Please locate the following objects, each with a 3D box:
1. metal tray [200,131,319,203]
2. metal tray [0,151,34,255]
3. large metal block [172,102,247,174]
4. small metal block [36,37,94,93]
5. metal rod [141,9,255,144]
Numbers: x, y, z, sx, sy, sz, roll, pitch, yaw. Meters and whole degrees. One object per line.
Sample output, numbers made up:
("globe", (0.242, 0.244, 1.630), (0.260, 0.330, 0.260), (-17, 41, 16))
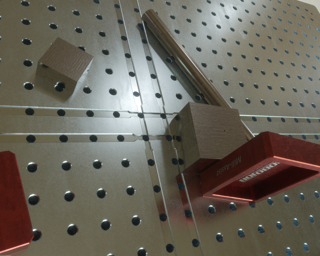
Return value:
("metal tray", (0.120, 0.054, 0.375), (0.091, 0.129, 0.030), (13, 56, -22))
("metal tray", (-0.185, 0.075, 0.259), (0.131, 0.030, 0.090), (-10, 67, -33))
("large metal block", (0.069, 0.016, 0.421), (0.081, 0.050, 0.080), (6, 59, -25))
("small metal block", (-0.120, -0.080, 0.393), (0.050, 0.025, 0.050), (28, 52, -11))
("metal rod", (0.068, -0.069, 0.488), (0.025, 0.025, 0.299), (-29, 78, -38))
